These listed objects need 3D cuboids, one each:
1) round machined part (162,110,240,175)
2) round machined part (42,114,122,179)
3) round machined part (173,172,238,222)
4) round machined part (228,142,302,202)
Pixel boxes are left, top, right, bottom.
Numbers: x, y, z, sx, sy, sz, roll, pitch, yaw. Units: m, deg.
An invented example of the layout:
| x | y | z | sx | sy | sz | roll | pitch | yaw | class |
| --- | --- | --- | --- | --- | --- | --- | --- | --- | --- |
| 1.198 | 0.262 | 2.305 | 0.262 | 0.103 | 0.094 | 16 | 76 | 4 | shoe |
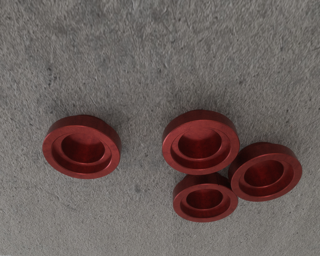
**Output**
| x | y | z | sx | sy | sz | roll | pitch | yaw | class |
| --- | --- | --- | --- | --- | --- | --- | --- | --- | --- |
| 0.052 | 0.014 | 0.409 | 0.099 | 0.042 | 0.097 | 0 | 130 | 0 | round machined part |
| -0.100 | 0.021 | 0.413 | 0.099 | 0.042 | 0.097 | 0 | 130 | 0 | round machined part |
| 0.069 | 0.102 | 0.484 | 0.099 | 0.042 | 0.097 | 0 | 131 | 0 | round machined part |
| 0.146 | 0.058 | 0.444 | 0.099 | 0.042 | 0.097 | -2 | 128 | -3 | round machined part |
